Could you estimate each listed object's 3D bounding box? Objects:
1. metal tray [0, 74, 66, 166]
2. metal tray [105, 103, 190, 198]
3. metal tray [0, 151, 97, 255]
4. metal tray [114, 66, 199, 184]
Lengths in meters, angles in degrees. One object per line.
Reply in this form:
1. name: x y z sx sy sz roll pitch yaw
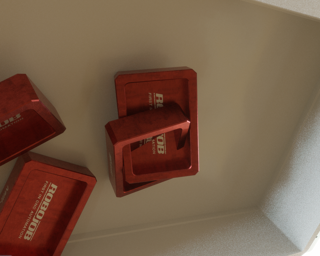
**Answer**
1. metal tray: -0.165 0.009 0.289 0.131 0.030 0.090 -29 165 -10
2. metal tray: -0.018 0.032 0.387 0.091 0.030 0.129 -17 146 -19
3. metal tray: -0.145 0.101 0.370 0.090 0.030 0.129 25 92 -37
4. metal tray: -0.003 -0.003 0.367 0.091 0.030 0.129 -6 108 -8
